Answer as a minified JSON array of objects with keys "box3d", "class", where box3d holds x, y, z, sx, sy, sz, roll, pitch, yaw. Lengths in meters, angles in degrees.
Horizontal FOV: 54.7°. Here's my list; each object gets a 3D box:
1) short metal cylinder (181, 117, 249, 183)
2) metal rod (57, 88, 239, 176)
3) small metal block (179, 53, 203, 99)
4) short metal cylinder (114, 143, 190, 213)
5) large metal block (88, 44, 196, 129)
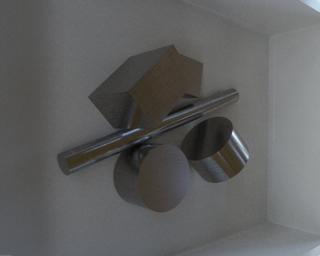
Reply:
[{"box3d":[0.077,0.030,0.437,0.050,0.080,0.080,51,60,-29],"class":"short metal cylinder"},{"box3d":[0.009,-0.008,0.415,0.302,0.025,0.025,-23,105,-38],"class":"metal rod"},{"box3d":[0.032,-0.071,0.433,0.050,0.025,0.050,11,83,-40],"class":"small metal block"},{"box3d":[-0.009,0.059,0.382,0.081,0.050,0.079,0,90,-40],"class":"short metal cylinder"},{"box3d":[-0.021,-0.045,0.354,0.080,0.080,0.050,-51,121,-28],"class":"large metal block"}]
